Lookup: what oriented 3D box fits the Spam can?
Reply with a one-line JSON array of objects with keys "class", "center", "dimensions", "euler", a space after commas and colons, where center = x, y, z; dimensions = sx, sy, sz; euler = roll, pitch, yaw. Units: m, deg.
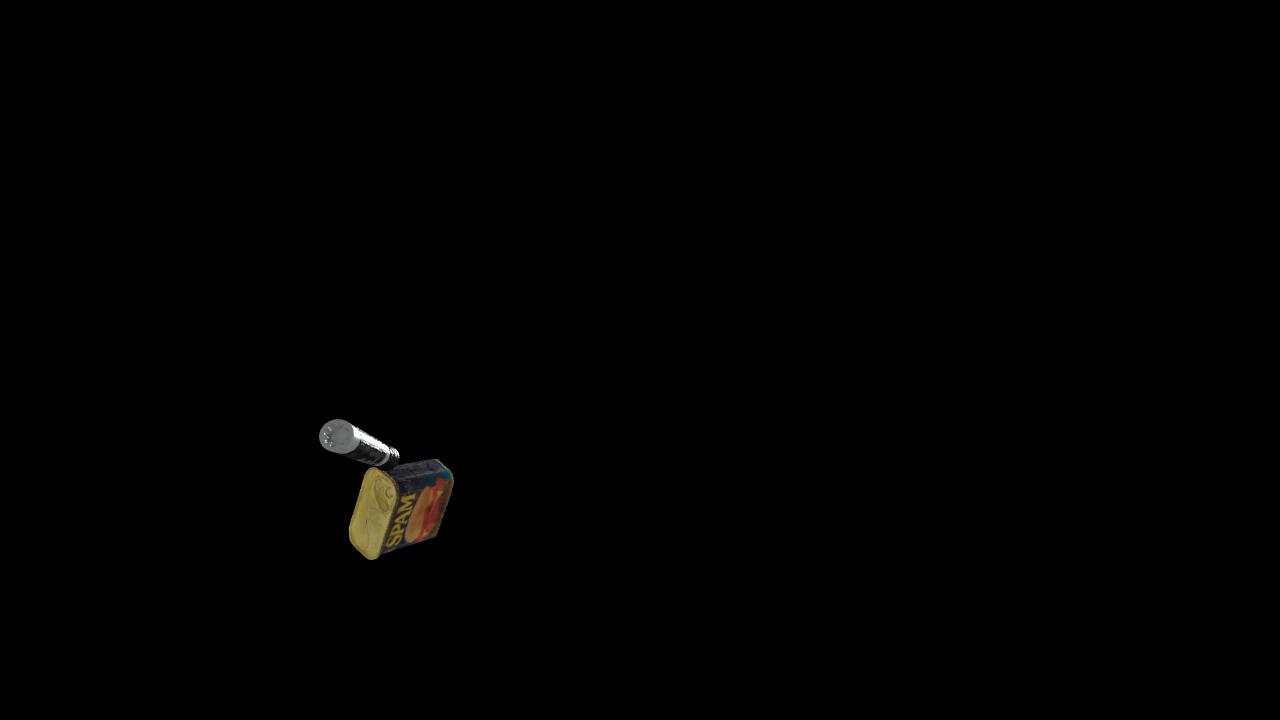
[{"class": "Spam can", "center": [-0.272, 0.168, 0.708], "dimensions": [0.058, 0.101, 0.085], "euler": [29, 15, 27]}]

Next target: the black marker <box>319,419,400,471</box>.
[{"class": "black marker", "center": [-0.182, 0.059, 0.408], "dimensions": [0.020, 0.020, 0.121], "euler": [0, -15, -8]}]
